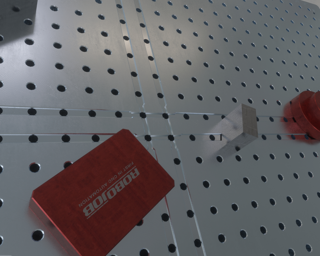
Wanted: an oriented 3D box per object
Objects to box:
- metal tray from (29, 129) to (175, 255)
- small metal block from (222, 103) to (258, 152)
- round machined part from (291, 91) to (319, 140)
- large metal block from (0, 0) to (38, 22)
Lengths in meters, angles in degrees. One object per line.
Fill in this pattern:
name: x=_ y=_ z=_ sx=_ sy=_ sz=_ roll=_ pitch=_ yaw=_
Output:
metal tray: x=-0.056 y=0.069 z=0.332 sx=0.090 sy=0.030 sz=0.131 roll=48 pitch=51 yaw=5
small metal block: x=0.115 y=0.000 z=0.454 sx=0.025 sy=0.050 sz=0.050 roll=19 pitch=54 yaw=-17
round machined part: x=0.297 y=-0.030 z=0.575 sx=0.099 sy=0.042 sz=0.098 roll=14 pitch=56 yaw=-21
large metal block: x=-0.213 y=-0.183 z=0.389 sx=0.080 sy=0.050 sz=0.080 roll=46 pitch=51 yaw=4
